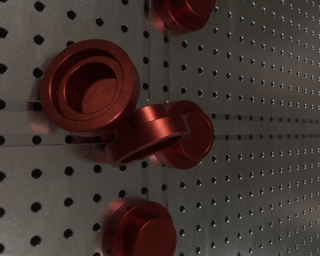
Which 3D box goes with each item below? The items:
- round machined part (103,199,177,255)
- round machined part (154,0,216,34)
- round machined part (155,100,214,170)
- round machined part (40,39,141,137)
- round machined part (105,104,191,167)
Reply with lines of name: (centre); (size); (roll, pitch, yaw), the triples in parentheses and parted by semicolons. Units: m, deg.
round machined part: (-0.018, 0.141, 0.386); (0.099, 0.042, 0.097); (0, 90, -40)
round machined part: (0.041, -0.186, 0.434); (0.099, 0.042, 0.097); (0, 90, -40)
round machined part: (0.038, 0.010, 0.432); (0.099, 0.042, 0.097); (0, 90, -40)
round machined part: (-0.067, -0.038, 0.319); (0.042, 0.098, 0.098); (52, 51, -70)
round machined part: (-0.017, 0.006, 0.355); (0.099, 0.098, 0.042); (-15, 75, -39)
